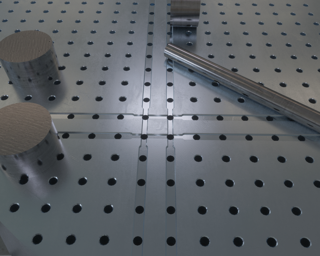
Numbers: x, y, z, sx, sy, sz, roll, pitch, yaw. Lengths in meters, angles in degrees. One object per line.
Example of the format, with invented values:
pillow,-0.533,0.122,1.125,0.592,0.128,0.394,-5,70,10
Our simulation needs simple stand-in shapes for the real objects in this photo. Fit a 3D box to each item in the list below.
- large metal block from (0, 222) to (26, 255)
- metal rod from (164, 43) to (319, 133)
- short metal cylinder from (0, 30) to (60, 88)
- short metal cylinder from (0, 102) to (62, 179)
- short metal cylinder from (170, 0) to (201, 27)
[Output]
large metal block,-0.143,0.127,0.264,0.050,0.080,0.080,-33,58,-24
metal rod,0.132,-0.058,0.456,0.300,0.025,0.025,32,57,24
short metal cylinder,-0.202,-0.107,0.480,0.080,0.050,0.080,0,50,0
short metal cylinder,-0.167,0.015,0.378,0.080,0.050,0.080,0,50,0
short metal cylinder,0.045,-0.224,0.561,0.050,0.080,0.080,2,50,1
